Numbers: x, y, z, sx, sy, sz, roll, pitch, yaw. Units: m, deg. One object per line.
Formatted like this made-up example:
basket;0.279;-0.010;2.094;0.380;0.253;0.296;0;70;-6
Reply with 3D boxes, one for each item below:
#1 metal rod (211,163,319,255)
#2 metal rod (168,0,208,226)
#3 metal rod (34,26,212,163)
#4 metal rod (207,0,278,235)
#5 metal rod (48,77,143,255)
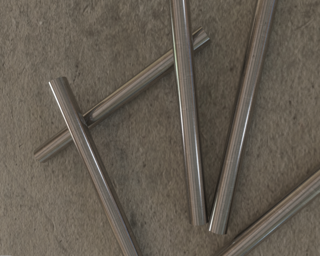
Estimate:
metal rod;0.170;0.066;0.349;0.299;0.025;0.025;-46;76;13
metal rod;0.034;-0.029;0.377;0.025;0.025;0.298;-4;96;19
metal rod;-0.062;-0.038;0.429;0.300;0.025;0.025;-34;79;16
metal rod;0.100;-0.019;0.373;0.025;0.025;0.298;13;94;19
metal rod;-0.080;0.072;0.418;0.025;0.025;0.299;-24;89;18
